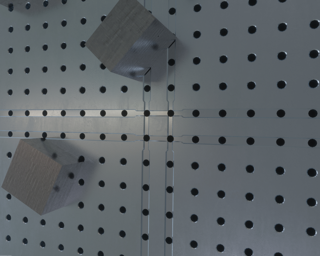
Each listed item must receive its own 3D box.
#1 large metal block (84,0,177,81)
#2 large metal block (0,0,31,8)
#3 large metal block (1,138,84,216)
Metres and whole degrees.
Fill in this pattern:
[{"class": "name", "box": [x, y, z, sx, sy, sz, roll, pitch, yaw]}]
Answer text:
[{"class": "large metal block", "box": [-0.034, -0.112, 0.396, 0.050, 0.080, 0.080, 47, 104, 14]}, {"class": "large metal block", "box": [-0.229, -0.245, 0.481, 0.080, 0.050, 0.080, -9, 87, 20]}, {"class": "large metal block", "box": [-0.175, 0.069, 0.462, 0.080, 0.050, 0.080, 28, 99, 18]}]
